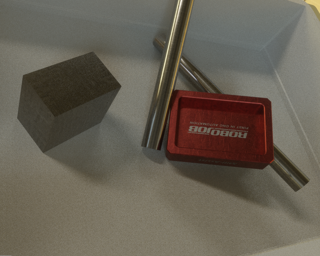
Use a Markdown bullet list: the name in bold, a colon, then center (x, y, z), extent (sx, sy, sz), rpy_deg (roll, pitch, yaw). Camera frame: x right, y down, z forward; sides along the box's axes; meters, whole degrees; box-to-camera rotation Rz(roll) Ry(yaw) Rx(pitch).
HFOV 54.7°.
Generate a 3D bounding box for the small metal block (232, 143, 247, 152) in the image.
- **small metal block**: center (0.109, 0.015, 0.457), extent (0.050, 0.025, 0.050), rpy_deg (-33, 81, -38)

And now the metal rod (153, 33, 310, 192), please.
- **metal rod**: center (0.093, -0.032, 0.449), extent (0.025, 0.025, 0.300), rpy_deg (-28, 68, -37)

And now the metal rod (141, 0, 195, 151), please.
- **metal rod**: center (0.022, -0.119, 0.403), extent (0.025, 0.025, 0.299), rpy_deg (15, 84, -21)

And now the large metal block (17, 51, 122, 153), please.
- **large metal block**: center (-0.099, -0.027, 0.334), extent (0.081, 0.080, 0.050), rpy_deg (-33, 81, -38)

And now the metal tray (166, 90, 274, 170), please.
- **metal tray**: center (0.077, 0.001, 0.403), extent (0.131, 0.030, 0.090), rpy_deg (6, 67, 1)
